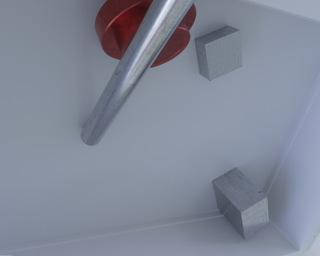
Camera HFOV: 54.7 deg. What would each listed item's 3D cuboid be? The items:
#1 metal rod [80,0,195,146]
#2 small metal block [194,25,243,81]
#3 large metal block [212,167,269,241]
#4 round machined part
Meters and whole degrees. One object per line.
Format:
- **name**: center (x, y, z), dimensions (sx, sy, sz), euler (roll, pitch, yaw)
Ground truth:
- **metal rod**: center (-0.017, -0.061, 0.261), dimensions (0.025, 0.025, 0.298), euler (1, 151, -30)
- **small metal block**: center (0.075, -0.095, 0.393), dimensions (0.050, 0.025, 0.050), euler (-25, 128, -13)
- **large metal block**: center (0.138, 0.129, 0.531), dimensions (0.050, 0.080, 0.080), euler (-27, 128, -12)
- **round machined part**: center (-0.010, -0.093, 0.303), dimensions (0.099, 0.042, 0.098), euler (-21, 166, -5)
